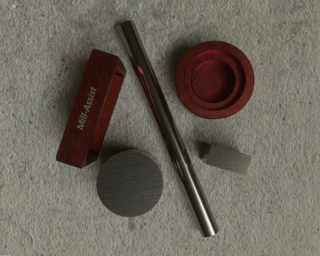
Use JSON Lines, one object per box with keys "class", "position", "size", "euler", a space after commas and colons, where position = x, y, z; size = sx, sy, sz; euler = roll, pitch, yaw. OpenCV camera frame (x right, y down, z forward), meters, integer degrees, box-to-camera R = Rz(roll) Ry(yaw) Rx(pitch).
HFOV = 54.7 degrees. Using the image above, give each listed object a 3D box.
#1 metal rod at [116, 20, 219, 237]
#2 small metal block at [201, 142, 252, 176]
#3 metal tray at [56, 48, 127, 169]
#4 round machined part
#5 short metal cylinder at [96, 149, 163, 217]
{"class": "metal rod", "position": [0.010, 0.001, 0.412], "size": [0.025, 0.025, 0.299], "euler": [-22, 90, 0]}
{"class": "small metal block", "position": [0.083, 0.038, 0.397], "size": [0.050, 0.050, 0.025], "euler": [17, 90, -1]}
{"class": "metal tray", "position": [-0.079, -0.021, 0.378], "size": [0.030, 0.090, 0.129], "euler": [19, 90, 0]}
{"class": "round machined part", "position": [0.068, -0.060, 0.403], "size": [0.099, 0.042, 0.097], "euler": [0, 90, -1]}
{"class": "short metal cylinder", "position": [-0.037, 0.068, 0.398], "size": [0.081, 0.050, 0.079], "euler": [0, 90, -1]}
